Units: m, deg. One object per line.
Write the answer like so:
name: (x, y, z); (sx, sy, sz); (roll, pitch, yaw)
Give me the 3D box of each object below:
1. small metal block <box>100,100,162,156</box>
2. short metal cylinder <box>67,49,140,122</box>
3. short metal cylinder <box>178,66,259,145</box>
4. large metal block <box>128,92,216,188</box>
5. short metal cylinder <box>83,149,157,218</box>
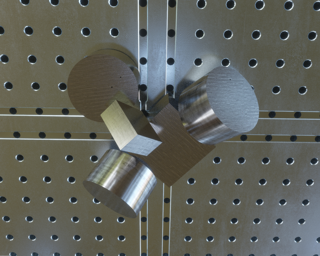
small metal block: (-0.031, 0.001, 0.343); (0.025, 0.050, 0.050); (-42, 61, 16)
short metal cylinder: (-0.065, -0.052, 0.377); (0.081, 0.050, 0.079); (0, 110, 0)
short metal cylinder: (0.069, -0.025, 0.364); (0.080, 0.080, 0.050); (41, 143, -14)
large metal block: (0.011, 0.015, 0.399); (0.080, 0.050, 0.080); (43, 104, -14)
short metal cylinder: (-0.051, 0.072, 0.400); (0.080, 0.050, 0.080); (25, 150, 16)
